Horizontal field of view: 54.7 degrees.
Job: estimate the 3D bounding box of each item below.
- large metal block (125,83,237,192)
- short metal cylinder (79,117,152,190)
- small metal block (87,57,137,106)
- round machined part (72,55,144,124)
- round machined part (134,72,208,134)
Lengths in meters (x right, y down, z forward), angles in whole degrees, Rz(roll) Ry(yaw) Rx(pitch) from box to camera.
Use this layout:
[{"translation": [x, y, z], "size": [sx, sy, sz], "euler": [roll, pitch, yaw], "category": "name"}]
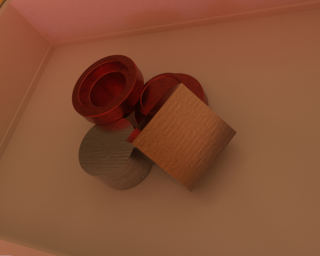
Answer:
[{"translation": [0.021, 0.010, 0.342], "size": [0.080, 0.080, 0.050], "euler": [-51, 11, -9], "category": "large metal block"}, {"translation": [-0.055, 0.032, 0.395], "size": [0.080, 0.050, 0.080], "euler": [-13, 56, 20], "category": "short metal cylinder"}, {"translation": [-0.071, -0.070, 0.465], "size": [0.050, 0.050, 0.025], "euler": [-39, 51, 2], "category": "small metal block"}, {"translation": [-0.065, -0.047, 0.417], "size": [0.098, 0.042, 0.098], "euler": [-13, 56, 20], "category": "round machined part"}, {"translation": [0.009, -0.033, 0.405], "size": [0.098, 0.042, 0.098], "euler": [-13, 56, 20], "category": "round machined part"}]
